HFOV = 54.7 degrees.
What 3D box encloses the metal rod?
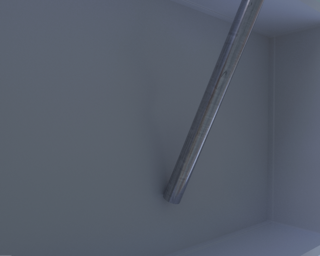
[{"bbox_3d":[0.067,-0.039,0.393,0.025,0.025,0.298,10,106,-40],"label":"metal rod"}]
